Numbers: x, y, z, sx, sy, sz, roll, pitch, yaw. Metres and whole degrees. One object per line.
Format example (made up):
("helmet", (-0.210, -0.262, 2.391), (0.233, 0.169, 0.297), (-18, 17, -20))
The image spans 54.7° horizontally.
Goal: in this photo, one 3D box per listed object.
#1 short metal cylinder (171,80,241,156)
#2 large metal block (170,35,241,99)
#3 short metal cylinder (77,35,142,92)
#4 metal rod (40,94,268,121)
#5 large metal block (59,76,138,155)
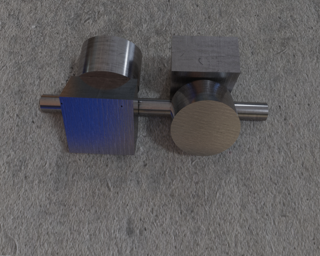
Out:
("short metal cylinder", (0.053, -0.012, 0.378), (0.080, 0.079, 0.050), (2, 35, 0))
("large metal block", (0.055, -0.076, 0.408), (0.080, 0.080, 0.050), (1, 70, 0))
("short metal cylinder", (-0.065, -0.076, 0.407), (0.080, 0.080, 0.050), (3, 70, 1))
("metal rod", (-0.008, -0.028, 0.421), (0.302, 0.025, 0.025), (2, 70, 0))
("large metal block", (-0.069, -0.015, 0.378), (0.080, 0.079, 0.050), (3, 36, 0))
